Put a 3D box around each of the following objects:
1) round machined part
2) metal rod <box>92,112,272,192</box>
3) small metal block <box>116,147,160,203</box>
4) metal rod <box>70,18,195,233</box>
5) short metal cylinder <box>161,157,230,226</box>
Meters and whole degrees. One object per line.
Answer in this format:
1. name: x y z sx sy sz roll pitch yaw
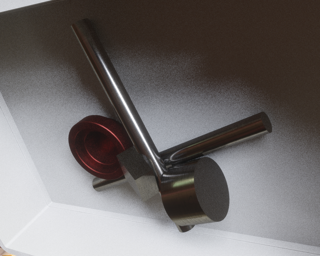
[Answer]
1. round machined part: -0.080 0.024 0.451 0.098 0.042 0.097 13 124 20
2. metal rod: 0.007 0.044 0.429 0.299 0.025 0.025 -25 105 36
3. small metal block: -0.029 0.060 0.405 0.050 0.025 0.050 44 157 41
4. metal rod: -0.030 0.003 0.400 0.025 0.025 0.299 -21 101 35
5. short metal cylinder: 0.046 0.082 0.396 0.050 0.080 0.080 -21 107 36
